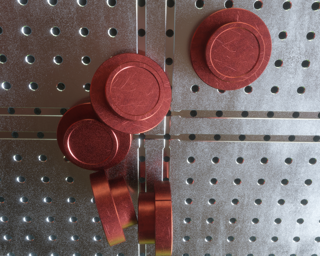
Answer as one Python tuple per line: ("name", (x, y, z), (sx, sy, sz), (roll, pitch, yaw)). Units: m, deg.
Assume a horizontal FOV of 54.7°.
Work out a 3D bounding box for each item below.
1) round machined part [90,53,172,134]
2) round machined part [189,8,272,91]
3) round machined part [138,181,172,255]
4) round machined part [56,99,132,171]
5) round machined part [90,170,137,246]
("round machined part", (-0.033, -0.042, 0.369), (0.099, 0.042, 0.097), (0, 89, -15))
("round machined part", (0.085, -0.092, 0.372), (0.099, 0.042, 0.097), (0, 110, -1))
("round machined part", (-0.008, 0.121, 0.419), (0.042, 0.098, 0.097), (-1, 110, -2))
("round machined part", (-0.087, 0.014, 0.408), (0.099, 0.042, 0.097), (0, 110, -1))
("round machined part", (-0.060, 0.102, 0.414), (0.042, 0.098, 0.097), (-17, 110, -11))
